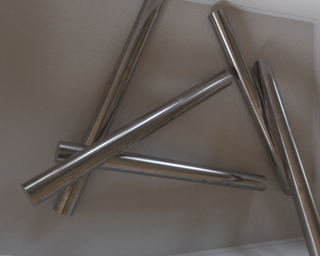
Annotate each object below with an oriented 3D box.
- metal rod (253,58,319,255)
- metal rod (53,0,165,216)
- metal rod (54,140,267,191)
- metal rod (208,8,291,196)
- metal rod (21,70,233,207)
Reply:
[{"bbox_3d":[0.176,0.039,0.417,0.025,0.025,0.299,0,67,-20],"label":"metal rod"},{"bbox_3d":[-0.060,-0.038,0.389,0.025,0.025,0.299,25,82,-19],"label":"metal rod"},{"bbox_3d":[0.021,0.055,0.403,0.302,0.025,0.025,12,86,-26],"label":"metal rod"},{"bbox_3d":[0.144,-0.032,0.465,0.025,0.025,0.299,-29,100,-18],"label":"metal rod"},{"bbox_3d":[-0.015,-0.004,0.369,0.302,0.025,0.025,-32,101,-32],"label":"metal rod"}]
